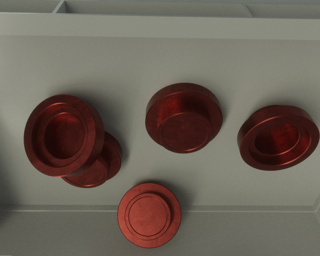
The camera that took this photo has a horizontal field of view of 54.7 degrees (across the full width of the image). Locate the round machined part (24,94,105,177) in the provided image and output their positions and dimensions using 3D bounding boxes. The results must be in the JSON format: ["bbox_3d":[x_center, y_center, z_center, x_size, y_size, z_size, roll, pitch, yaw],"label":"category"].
[{"bbox_3d":[-0.113,0.011,0.382,0.098,0.098,0.042,-17,168,13],"label":"round machined part"}]

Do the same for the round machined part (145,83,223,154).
[{"bbox_3d":[0.031,-0.005,0.394,0.099,0.042,0.097,-1,130,0],"label":"round machined part"}]

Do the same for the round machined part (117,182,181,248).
[{"bbox_3d":[-0.017,0.133,0.472,0.099,0.097,0.042,-4,169,2],"label":"round machined part"}]

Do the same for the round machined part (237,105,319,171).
[{"bbox_3d":[0.151,0.009,0.408,0.099,0.042,0.097,-1,130,0],"label":"round machined part"}]

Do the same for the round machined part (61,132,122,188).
[{"bbox_3d":[-0.104,0.048,0.437,0.099,0.042,0.097,-1,130,0],"label":"round machined part"}]
